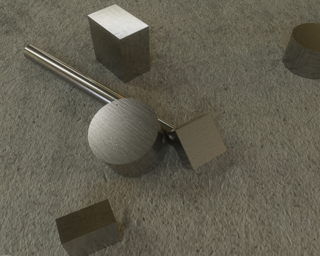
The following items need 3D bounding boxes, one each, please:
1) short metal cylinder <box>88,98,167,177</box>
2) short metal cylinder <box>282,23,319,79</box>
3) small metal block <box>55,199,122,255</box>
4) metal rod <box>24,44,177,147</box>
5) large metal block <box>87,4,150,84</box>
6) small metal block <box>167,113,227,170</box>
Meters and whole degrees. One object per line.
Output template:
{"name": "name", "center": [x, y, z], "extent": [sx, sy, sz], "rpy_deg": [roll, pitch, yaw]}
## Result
{"name": "short metal cylinder", "center": [-0.036, 0.012, 0.362], "extent": [0.080, 0.050, 0.080], "rpy_deg": [-5, 64, 10]}
{"name": "short metal cylinder", "center": [0.244, -0.123, 0.492], "extent": [0.081, 0.050, 0.080], "rpy_deg": [0, 50, 0]}
{"name": "small metal block", "center": [-0.068, 0.100, 0.302], "extent": [0.050, 0.050, 0.025], "rpy_deg": [-19, 53, -15]}
{"name": "metal rod", "center": [-0.093, -0.055, 0.448], "extent": [0.300, 0.025, 0.025], "rpy_deg": [31, 56, 23]}
{"name": "large metal block", "center": [-0.061, -0.129, 0.476], "extent": [0.050, 0.080, 0.080], "rpy_deg": [-34, 58, -25]}
{"name": "small metal block", "center": [0.045, 0.016, 0.373], "extent": [0.050, 0.025, 0.050], "rpy_deg": [-27, 95, -21]}
